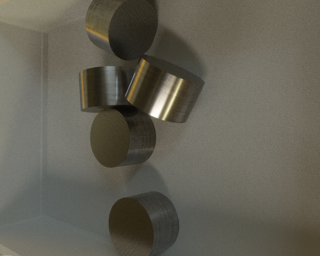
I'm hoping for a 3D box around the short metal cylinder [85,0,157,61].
[{"bbox_3d":[-0.051,-0.137,0.413,0.050,0.081,0.079,33,110,35],"label":"short metal cylinder"}]

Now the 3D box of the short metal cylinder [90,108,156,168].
[{"bbox_3d":[-0.052,0.013,0.434,0.080,0.050,0.080,0,91,40],"label":"short metal cylinder"}]

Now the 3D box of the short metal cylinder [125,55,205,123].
[{"bbox_3d":[0.006,-0.047,0.366,0.080,0.081,0.050,37,113,33],"label":"short metal cylinder"}]

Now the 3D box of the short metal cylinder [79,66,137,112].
[{"bbox_3d":[-0.070,-0.051,0.429,0.080,0.081,0.050,-7,86,40],"label":"short metal cylinder"}]

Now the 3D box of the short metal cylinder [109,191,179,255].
[{"bbox_3d":[-0.022,0.127,0.409,0.080,0.050,0.080,0,90,40],"label":"short metal cylinder"}]
